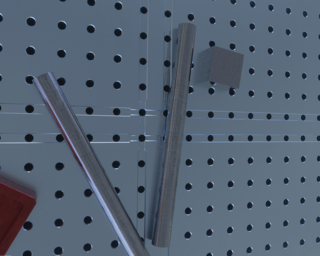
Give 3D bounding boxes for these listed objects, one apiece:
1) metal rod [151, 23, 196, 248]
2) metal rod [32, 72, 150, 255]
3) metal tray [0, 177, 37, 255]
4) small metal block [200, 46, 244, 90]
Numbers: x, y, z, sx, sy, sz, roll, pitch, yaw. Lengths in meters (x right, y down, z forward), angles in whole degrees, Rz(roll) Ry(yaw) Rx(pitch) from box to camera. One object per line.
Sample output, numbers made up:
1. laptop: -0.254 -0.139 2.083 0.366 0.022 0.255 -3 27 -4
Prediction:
1. metal rod: 0.019 0.007 0.420 0.025 0.025 0.298 8 87 -20
2. metal rod: -0.073 0.072 0.386 0.025 0.025 0.299 -29 100 -18
3. metal tray: -0.214 0.086 0.330 0.130 0.030 0.090 32 79 -18
4. small metal block: 0.090 -0.085 0.447 0.050 0.025 0.050 10 87 -20
